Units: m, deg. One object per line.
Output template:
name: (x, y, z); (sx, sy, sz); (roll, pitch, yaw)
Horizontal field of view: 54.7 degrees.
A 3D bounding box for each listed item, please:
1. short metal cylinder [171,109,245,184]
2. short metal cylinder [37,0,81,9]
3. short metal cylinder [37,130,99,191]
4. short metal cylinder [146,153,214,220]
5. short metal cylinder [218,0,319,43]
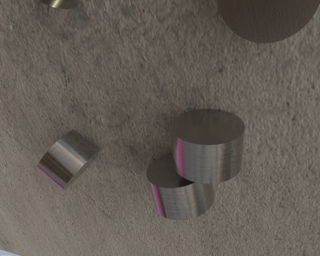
short metal cylinder: (0.054, 0.018, 0.353); (0.080, 0.080, 0.050); (10, 123, 23)
short metal cylinder: (-0.108, -0.172, 0.320); (0.080, 0.080, 0.050); (49, 128, -7)
short metal cylinder: (-0.138, 0.049, 0.472); (0.050, 0.080, 0.080); (41, 129, 0)
short metal cylinder: (0.027, 0.072, 0.401); (0.080, 0.080, 0.050); (2, 119, 27)
short metal cylinder: (0.096, -0.119, 0.266); (0.080, 0.050, 0.079); (13, 124, 20)
